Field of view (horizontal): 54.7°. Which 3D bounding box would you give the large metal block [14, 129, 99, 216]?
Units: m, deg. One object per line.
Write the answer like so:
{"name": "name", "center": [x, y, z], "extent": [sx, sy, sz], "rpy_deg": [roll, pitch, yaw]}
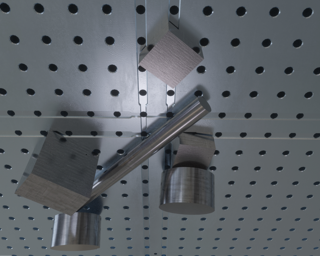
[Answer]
{"name": "large metal block", "center": [-0.137, 0.061, 0.426], "extent": [0.080, 0.080, 0.050], "rpy_deg": [32, 123, -24]}

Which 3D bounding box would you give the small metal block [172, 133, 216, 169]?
{"name": "small metal block", "center": [0.047, 0.036, 0.442], "extent": [0.050, 0.025, 0.050], "rpy_deg": [8, 130, -7]}

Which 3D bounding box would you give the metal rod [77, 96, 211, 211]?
{"name": "metal rod", "center": [-0.048, 0.052, 0.455], "extent": [0.025, 0.025, 0.299], "rpy_deg": [36, 121, -27]}

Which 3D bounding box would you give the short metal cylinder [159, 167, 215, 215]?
{"name": "short metal cylinder", "center": [0.040, 0.095, 0.458], "extent": [0.080, 0.050, 0.080], "rpy_deg": [3, 153, 2]}

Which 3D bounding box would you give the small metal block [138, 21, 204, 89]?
{"name": "small metal block", "center": [0.012, -0.080, 0.344], "extent": [0.050, 0.025, 0.050], "rpy_deg": [32, 123, -25]}

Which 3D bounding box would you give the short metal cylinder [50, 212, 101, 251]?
{"name": "short metal cylinder", "center": [-0.142, 0.178, 0.529], "extent": [0.081, 0.050, 0.080], "rpy_deg": [-2, 152, -1]}
